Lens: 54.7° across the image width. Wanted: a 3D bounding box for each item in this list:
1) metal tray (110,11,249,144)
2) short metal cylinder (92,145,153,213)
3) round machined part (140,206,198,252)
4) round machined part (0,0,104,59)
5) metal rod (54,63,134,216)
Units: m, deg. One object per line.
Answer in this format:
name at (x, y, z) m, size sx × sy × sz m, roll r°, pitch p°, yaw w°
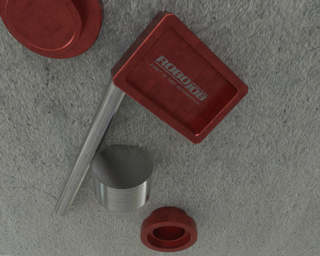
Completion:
metal tray at (0.024, -0.051, 0.342) m, size 0.130 × 0.030 × 0.090 m, roll 36°, pitch 102°, yaw -27°
short metal cylinder at (-0.051, 0.069, 0.429) m, size 0.081 × 0.080 × 0.050 m, roll 3°, pitch 130°, yaw -3°
round machined part at (0.015, 0.175, 0.546) m, size 0.099 × 0.042 × 0.097 m, roll -1°, pitch 130°, yaw 0°
round machined part at (-0.107, -0.111, 0.300) m, size 0.099 × 0.042 × 0.097 m, roll -1°, pitch 130°, yaw 0°
metal rod at (-0.101, 0.035, 0.435) m, size 0.025 × 0.025 × 0.298 m, roll 20°, pitch 127°, yaw -17°
